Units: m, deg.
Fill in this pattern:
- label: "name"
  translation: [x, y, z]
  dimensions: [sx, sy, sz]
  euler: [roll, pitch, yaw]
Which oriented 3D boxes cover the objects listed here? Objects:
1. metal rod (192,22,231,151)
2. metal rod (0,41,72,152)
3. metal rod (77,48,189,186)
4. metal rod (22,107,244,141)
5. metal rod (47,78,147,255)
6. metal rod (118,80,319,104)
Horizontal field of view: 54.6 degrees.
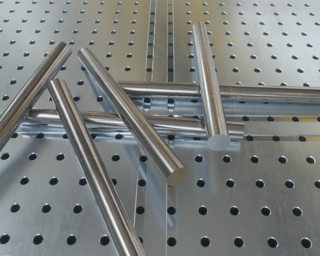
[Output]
- label: "metal rod"
  translation: [0.067, -0.082, 0.446]
  dimensions: [0.025, 0.025, 0.300]
  euler: [1, 41, 1]
- label: "metal rod"
  translation: [-0.192, 0.003, 0.378]
  dimensions: [0.025, 0.025, 0.300]
  euler: [16, 60, 13]
- label: "metal rod"
  translation: [-0.053, -0.036, 0.407]
  dimensions: [0.025, 0.025, 0.300]
  euler: [-23, 44, -18]
- label: "metal rod"
  translation: [-0.043, -0.007, 0.413]
  dimensions: [0.301, 0.025, 0.025]
  euler: [4, 50, 3]
- label: "metal rod"
  translation: [-0.069, 0.054, 0.343]
  dimensions: [0.025, 0.025, 0.299]
  euler: [-22, 59, -17]
- label: "metal rod"
  translation: [0.090, -0.052, 0.451]
  dimensions: [0.302, 0.025, 0.025]
  euler: [2, 50, 2]
